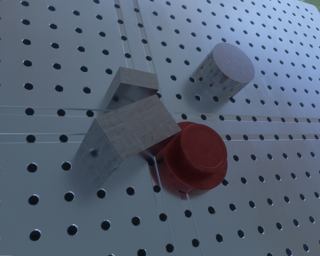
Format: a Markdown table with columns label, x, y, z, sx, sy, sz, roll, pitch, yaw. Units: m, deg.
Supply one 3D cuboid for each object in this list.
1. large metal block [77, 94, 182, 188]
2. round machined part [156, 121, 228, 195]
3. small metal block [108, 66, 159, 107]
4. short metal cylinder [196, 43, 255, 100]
| label | x | y | z | sx | sy | sz | roll | pitch | yaw |
| --- | --- | --- | --- | --- | --- | --- | --- | --- | --- |
| large metal block | -0.036 | 0.015 | 0.345 | 0.081 | 0.080 | 0.050 | -26 | 76 | -37 |
| round machined part | 0.048 | 0.033 | 0.404 | 0.099 | 0.042 | 0.098 | 14 | 56 | -21 |
| small metal block | -0.036 | -0.050 | 0.405 | 0.050 | 0.050 | 0.025 | 8 | 59 | -25 |
| short metal cylinder | 0.107 | -0.092 | 0.509 | 0.081 | 0.050 | 0.080 | 14 | 56 | -21 |
